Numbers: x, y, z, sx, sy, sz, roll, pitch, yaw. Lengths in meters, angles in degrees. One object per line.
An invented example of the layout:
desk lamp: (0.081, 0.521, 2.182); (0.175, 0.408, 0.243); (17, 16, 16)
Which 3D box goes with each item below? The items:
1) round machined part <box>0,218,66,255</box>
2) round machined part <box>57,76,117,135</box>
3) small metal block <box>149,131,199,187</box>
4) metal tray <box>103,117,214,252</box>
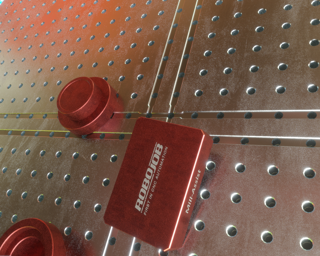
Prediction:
round machined part: (-0.156, 0.163, 0.377); (0.098, 0.042, 0.098); (-13, 56, 20)
round machined part: (-0.120, -0.041, 0.484); (0.098, 0.042, 0.098); (-13, 56, 20)
small metal block: (0.018, 0.039, 0.374); (0.050, 0.025, 0.050); (-30, 52, 9)
metal tray: (-0.002, 0.059, 0.351); (0.090, 0.030, 0.129); (13, 80, 31)
